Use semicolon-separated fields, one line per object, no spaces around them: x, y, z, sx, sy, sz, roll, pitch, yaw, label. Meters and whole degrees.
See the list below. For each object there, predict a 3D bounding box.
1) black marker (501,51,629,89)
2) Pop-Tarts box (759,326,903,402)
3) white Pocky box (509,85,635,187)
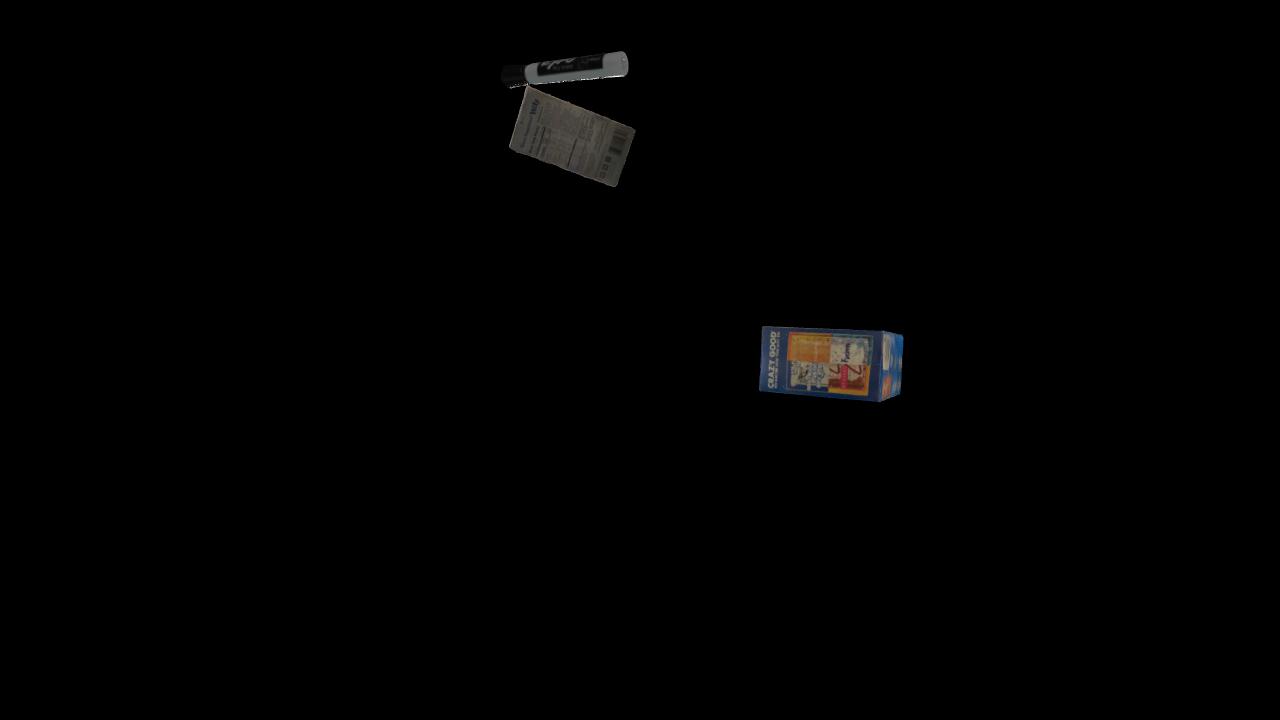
-0.068;-0.249;0.529;0.121;0.020;0.020;6;2;23;black marker
0.244;0.003;0.772;0.141;0.083;0.167;5;2;29;Pop-Tarts box
-0.091;-0.300;0.832;0.154;0.084;0.028;15;21;-20;white Pocky box
